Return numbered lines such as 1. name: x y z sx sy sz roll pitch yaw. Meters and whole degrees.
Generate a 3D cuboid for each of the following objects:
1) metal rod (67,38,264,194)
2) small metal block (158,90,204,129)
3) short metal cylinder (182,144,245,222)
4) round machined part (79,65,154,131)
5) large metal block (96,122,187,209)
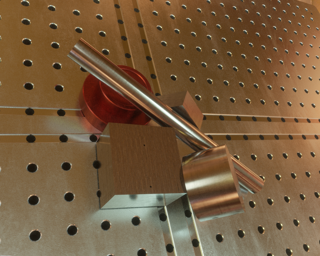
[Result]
1. metal rod: 0.022 -0.003 0.381 0.301 0.025 0.025 36 50 -21
2. small metal block: 0.022 -0.019 0.405 0.050 0.050 0.025 51 45 -39
3. short metal cylinder: 0.063 0.064 0.361 0.080 0.050 0.080 -17 90 -76
4. round machined part: -0.049 -0.042 0.397 0.099 0.042 0.098 14 56 -21
5. large metal block: -0.024 0.043 0.351 0.081 0.050 0.080 5 60 -26
